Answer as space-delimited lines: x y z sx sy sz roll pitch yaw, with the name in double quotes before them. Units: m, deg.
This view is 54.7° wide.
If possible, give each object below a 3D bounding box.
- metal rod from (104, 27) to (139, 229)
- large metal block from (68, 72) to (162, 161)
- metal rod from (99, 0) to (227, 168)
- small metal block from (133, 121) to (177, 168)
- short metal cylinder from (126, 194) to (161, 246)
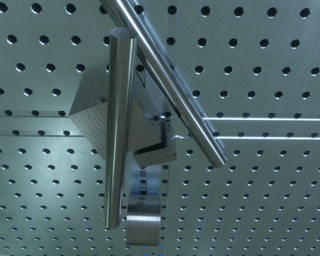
"metal rod" -0.052 0.028 0.369 0.025 0.025 0.298 6 130 -5
"large metal block" -0.051 -0.014 0.383 0.080 0.050 0.080 -19 128 15
"metal rod" 0.012 -0.050 0.369 0.025 0.025 0.300 -24 127 18
"small metal block" -0.006 0.022 0.414 0.050 0.050 0.025 -14 129 11
"short metal cylinder" -0.027 0.149 0.502 0.050 0.080 0.079 3 130 -3
